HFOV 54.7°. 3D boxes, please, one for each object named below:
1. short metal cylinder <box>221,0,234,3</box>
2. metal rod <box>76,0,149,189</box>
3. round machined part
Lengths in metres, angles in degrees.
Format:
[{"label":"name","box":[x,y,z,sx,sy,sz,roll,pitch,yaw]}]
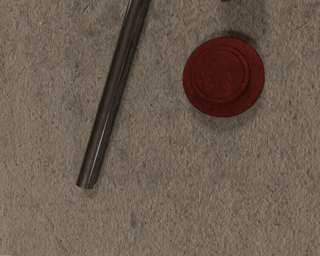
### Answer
[{"label":"short metal cylinder","box":[0.089,-0.189,0.348,0.050,0.080,0.080,-6,88,20]},{"label":"metal rod","box":[-0.064,-0.059,0.430,0.025,0.025,0.298,19,96,18]},{"label":"round machined part","box":[0.074,-0.062,0.373,0.098,0.042,0.097,0,90,19]}]
